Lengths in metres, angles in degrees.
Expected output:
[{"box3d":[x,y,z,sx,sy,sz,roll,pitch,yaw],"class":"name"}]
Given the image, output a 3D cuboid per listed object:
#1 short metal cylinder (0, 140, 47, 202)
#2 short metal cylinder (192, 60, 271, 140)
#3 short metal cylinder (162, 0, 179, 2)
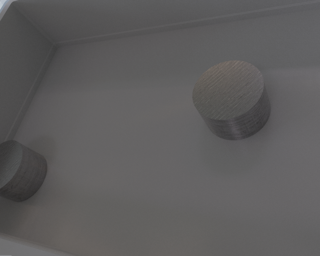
[{"box3d":[-0.219,0.065,0.465,0.080,0.050,0.080,-13,56,21],"class":"short metal cylinder"},{"box3d":[0.085,-0.032,0.365,0.080,0.050,0.080,-13,56,21],"class":"short metal cylinder"},{"box3d":[0.025,-0.271,0.546,0.080,0.050,0.080,-13,56,21],"class":"short metal cylinder"}]
